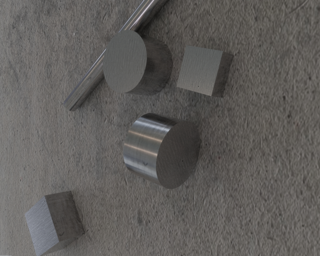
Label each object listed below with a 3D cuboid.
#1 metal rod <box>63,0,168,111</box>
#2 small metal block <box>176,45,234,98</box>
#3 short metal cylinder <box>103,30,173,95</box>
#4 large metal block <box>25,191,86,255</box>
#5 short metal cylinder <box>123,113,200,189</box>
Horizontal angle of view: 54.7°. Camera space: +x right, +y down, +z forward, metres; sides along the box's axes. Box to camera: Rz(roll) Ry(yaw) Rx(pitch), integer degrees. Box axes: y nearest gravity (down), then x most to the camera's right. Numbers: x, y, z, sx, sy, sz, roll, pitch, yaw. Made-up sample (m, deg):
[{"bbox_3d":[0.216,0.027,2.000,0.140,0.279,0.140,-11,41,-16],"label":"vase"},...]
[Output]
[{"bbox_3d":[-0.059,-0.123,0.453,0.299,0.025,0.025,-42,65,32],"label":"metal rod"},{"bbox_3d":[0.052,-0.066,0.362,0.050,0.025,0.050,22,104,38],"label":"small metal block"},{"bbox_3d":[-0.030,-0.085,0.414,0.080,0.050,0.079,0,90,40],"label":"short metal cylinder"},{"bbox_3d":[-0.185,0.167,0.542,0.080,0.050,0.080,-40,66,32],"label":"large metal block"},{"bbox_3d":[0.004,0.026,0.366,0.050,0.081,0.079,16,100,39],"label":"short metal cylinder"}]
